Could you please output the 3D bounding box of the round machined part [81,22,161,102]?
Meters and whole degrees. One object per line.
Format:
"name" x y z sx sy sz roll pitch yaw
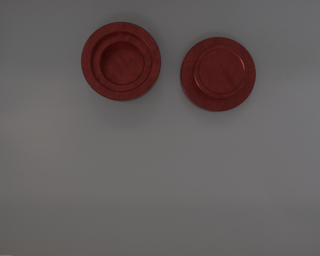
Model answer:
"round machined part" -0.048 -0.082 0.402 0.099 0.042 0.097 0 90 0

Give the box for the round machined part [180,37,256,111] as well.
"round machined part" 0.076 -0.070 0.403 0.099 0.042 0.097 0 90 0
